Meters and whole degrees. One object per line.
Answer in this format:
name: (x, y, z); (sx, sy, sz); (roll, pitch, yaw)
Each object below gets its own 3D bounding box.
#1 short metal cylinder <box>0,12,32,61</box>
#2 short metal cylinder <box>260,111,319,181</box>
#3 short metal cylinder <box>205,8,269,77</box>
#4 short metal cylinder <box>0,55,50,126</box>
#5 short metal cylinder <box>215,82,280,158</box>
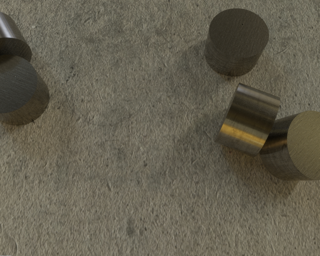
short metal cylinder: (-0.224, -0.109, 0.417); (0.080, 0.080, 0.050); (-31, 73, -11)
short metal cylinder: (0.169, 0.023, 0.374); (0.081, 0.050, 0.080); (4, 79, -18)
short metal cylinder: (0.106, -0.120, 0.439); (0.081, 0.050, 0.080); (0, 70, 0)
short metal cylinder: (-0.194, -0.049, 0.408); (0.081, 0.050, 0.080); (1, 73, -2)
short metal cylinder: (0.106, -0.010, 0.383); (0.050, 0.080, 0.080); (22, 72, 8)
